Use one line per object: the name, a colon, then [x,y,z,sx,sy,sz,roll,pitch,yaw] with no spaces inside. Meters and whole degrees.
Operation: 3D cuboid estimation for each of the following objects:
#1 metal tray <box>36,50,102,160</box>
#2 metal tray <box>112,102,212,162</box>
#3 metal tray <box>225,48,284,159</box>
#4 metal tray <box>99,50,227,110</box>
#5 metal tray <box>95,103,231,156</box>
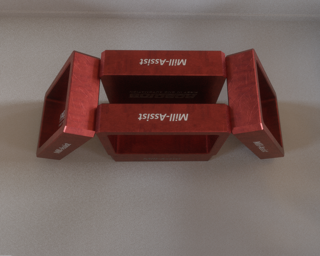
metal tray: [-0.109,-0.019,0.360,0.030,0.130,0.090,12,68,-30]
metal tray: [0.002,-0.003,0.407,0.131,0.030,0.090,0,70,-1]
metal tray: [0.114,-0.021,0.362,0.030,0.130,0.090,-11,68,28]
metal tray: [0.003,-0.052,0.360,0.131,0.090,0.030,0,70,0]
metal tray: [0.003,0.005,0.340,0.131,0.090,0.030,0,70,-1]
